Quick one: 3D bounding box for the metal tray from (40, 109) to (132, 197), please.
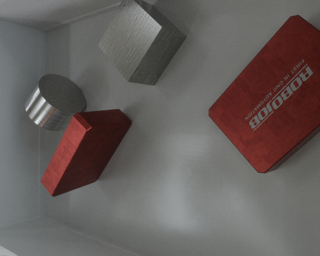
[{"bbox_3d":[-0.105,0.034,0.446,0.030,0.091,0.129,43,116,21],"label":"metal tray"}]

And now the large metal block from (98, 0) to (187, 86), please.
[{"bbox_3d":[-0.025,-0.114,0.409,0.080,0.050,0.080,51,120,27],"label":"large metal block"}]

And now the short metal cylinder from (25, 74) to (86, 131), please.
[{"bbox_3d":[-0.171,-0.042,0.509,0.050,0.081,0.080,-41,65,32],"label":"short metal cylinder"}]

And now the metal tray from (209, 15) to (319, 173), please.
[{"bbox_3d":[0.120,-0.029,0.304,0.129,0.030,0.090,-51,60,27],"label":"metal tray"}]
